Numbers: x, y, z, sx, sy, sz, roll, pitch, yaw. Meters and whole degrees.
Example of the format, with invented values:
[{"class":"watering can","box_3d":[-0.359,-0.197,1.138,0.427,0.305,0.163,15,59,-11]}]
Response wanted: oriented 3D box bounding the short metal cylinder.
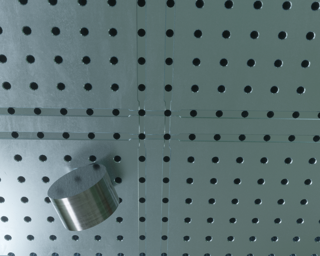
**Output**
[{"class":"short metal cylinder","box_3d":[-0.101,0.091,0.416,0.080,0.080,0.050,-17,110,5]}]
